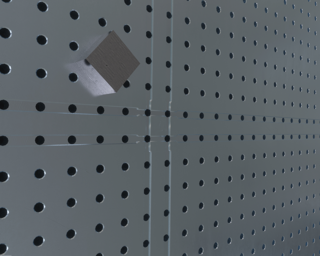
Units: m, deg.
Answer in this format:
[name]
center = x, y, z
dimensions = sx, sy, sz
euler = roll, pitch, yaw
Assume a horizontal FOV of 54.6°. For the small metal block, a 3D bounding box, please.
[small metal block]
center = -0.059, -0.075, 0.359
dimensions = 0.050, 0.025, 0.050
euler = 49, 61, -29
